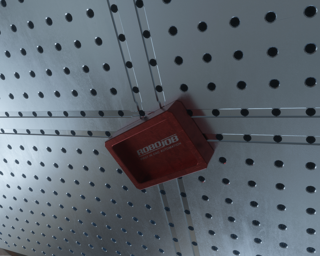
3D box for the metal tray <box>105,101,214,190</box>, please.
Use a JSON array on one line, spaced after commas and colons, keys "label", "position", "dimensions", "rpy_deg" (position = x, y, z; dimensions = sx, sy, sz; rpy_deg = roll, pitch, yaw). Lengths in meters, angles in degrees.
[{"label": "metal tray", "position": [-0.004, 0.029, 0.426], "dimensions": [0.130, 0.030, 0.090], "rpy_deg": [-26, 105, 36]}]
